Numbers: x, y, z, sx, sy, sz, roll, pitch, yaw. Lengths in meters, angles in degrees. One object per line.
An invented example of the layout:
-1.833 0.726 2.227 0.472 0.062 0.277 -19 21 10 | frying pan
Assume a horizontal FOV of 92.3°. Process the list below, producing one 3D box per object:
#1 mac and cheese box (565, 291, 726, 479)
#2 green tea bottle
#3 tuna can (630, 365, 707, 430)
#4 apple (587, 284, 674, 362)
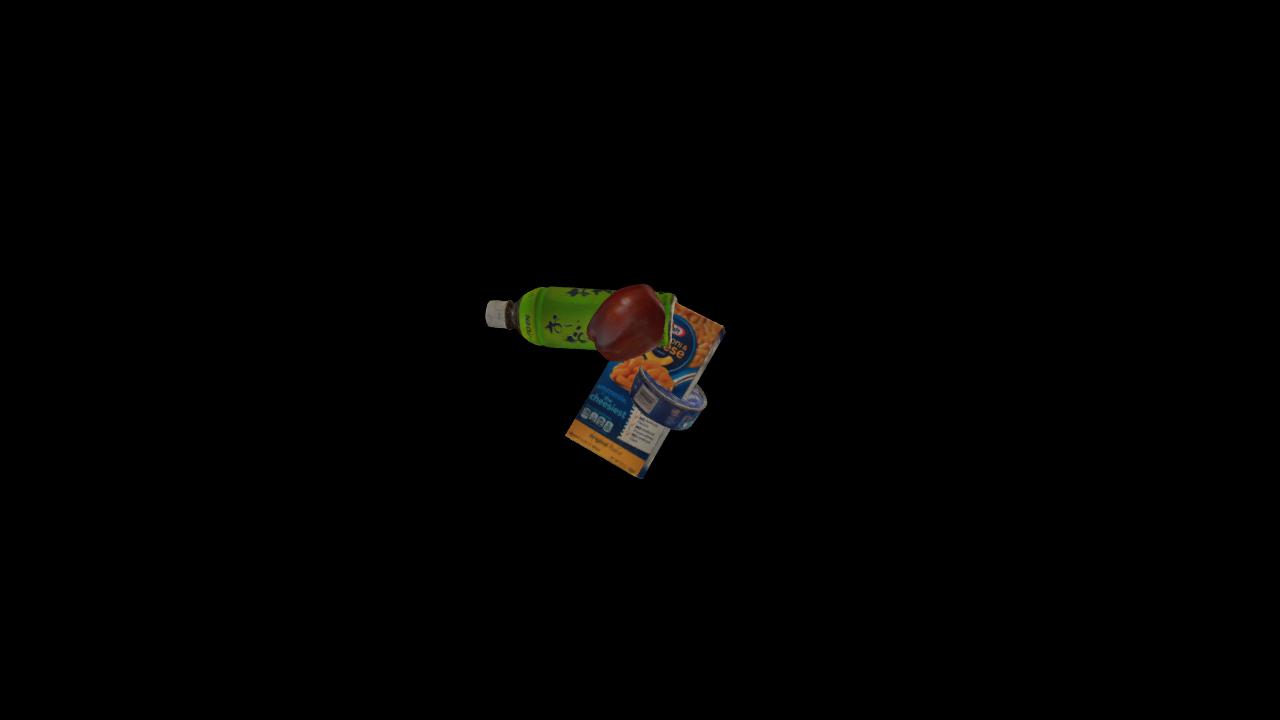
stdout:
0.007 0.025 0.662 0.093 0.184 0.041 28 -7 17 | mac and cheese box
-0.066 -0.045 0.683 0.212 0.073 0.073 2 0 8 | green tea bottle
0.028 0.037 0.659 0.084 0.034 0.084 28 23 -13 | tuna can
-0.010 -0.041 0.659 0.093 0.079 0.079 -37 -1 1 | apple
